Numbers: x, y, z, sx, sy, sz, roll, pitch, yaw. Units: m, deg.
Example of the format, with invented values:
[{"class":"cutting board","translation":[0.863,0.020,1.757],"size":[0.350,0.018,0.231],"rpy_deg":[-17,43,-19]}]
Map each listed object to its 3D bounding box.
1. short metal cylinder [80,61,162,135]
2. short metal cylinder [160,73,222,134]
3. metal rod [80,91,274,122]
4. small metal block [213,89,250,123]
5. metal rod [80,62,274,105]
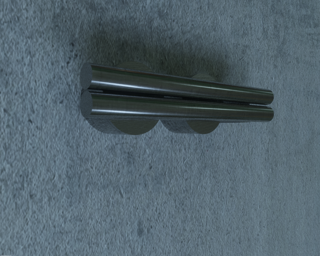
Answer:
[{"class":"short metal cylinder","translation":[-0.042,-0.032,0.353],"size":[0.081,0.050,0.080],"rpy_deg":[0,90,-40]},{"class":"short metal cylinder","translation":[0.042,-0.032,0.425],"size":[0.081,0.050,0.080],"rpy_deg":[0,90,-40]},{"class":"metal rod","translation":[0.048,-0.021,0.380],"size":[0.302,0.025,0.025],"rpy_deg":[0,90,-40]},{"class":"small metal block","translation":[0.111,-0.033,0.484],"size":[0.025,0.050,0.050],"rpy_deg":[-2,91,-40]},{"class":"metal rod","translation":[0.048,-0.047,0.380],"size":[0.302,0.025,0.025],"rpy_deg":[0,90,-40]}]
